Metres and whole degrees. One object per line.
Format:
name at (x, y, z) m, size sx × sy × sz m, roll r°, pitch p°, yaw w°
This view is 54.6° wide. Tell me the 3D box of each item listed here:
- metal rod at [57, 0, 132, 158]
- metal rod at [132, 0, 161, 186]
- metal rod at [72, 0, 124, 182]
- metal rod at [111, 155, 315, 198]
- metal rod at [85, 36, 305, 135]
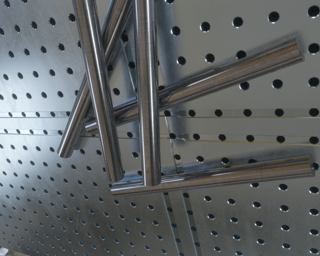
metal rod at (-0.097, -0.056, 0.428) m, size 0.025 × 0.025 × 0.298 m, roll 36°, pitch 129°, yaw 4°
metal rod at (-0.015, -0.068, 0.352) m, size 0.025 × 0.025 × 0.298 m, roll 9°, pitch 115°, yaw 24°
metal rod at (-0.076, -0.057, 0.382) m, size 0.025 × 0.025 × 0.298 m, roll 9°, pitch 123°, yaw 23°
metal rod at (0.049, 0.072, 0.430) m, size 0.300 × 0.025 × 0.025 m, roll -14°, pitch 111°, yaw 34°
metal rod at (0.016, -0.038, 0.379) m, size 0.300 × 0.025 × 0.025 m, roll -17°, pitch 109°, yaw 35°
